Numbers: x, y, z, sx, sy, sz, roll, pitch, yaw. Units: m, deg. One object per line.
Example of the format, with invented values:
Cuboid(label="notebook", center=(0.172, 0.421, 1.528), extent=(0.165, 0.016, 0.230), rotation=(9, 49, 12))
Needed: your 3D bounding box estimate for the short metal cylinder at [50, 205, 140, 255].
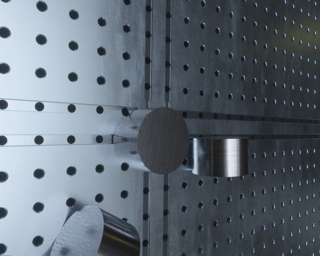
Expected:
Cuboid(label="short metal cylinder", center=(-0.067, 0.127, 0.317), extent=(0.050, 0.080, 0.080), rotation=(40, 66, -33))

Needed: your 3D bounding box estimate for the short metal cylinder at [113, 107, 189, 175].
Cuboid(label="short metal cylinder", center=(-0.010, 0.015, 0.384), extent=(0.081, 0.050, 0.079), rotation=(0, 90, -40))

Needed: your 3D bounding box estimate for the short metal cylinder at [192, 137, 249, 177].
Cuboid(label="short metal cylinder", center=(0.086, 0.039, 0.445), extent=(0.081, 0.080, 0.050), rotation=(-2, 91, -40))
